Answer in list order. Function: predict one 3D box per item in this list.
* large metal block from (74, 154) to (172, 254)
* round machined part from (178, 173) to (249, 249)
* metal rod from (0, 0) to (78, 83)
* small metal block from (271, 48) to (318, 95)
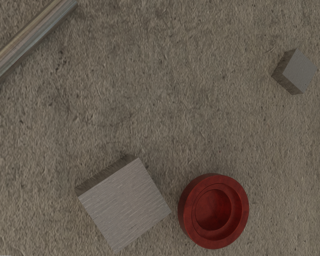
[{"bbox_3d":[-0.046,0.088,0.379,0.080,0.050,0.080,-33,101,-17],"label":"large metal block"},{"bbox_3d":[0.069,0.110,0.426,0.099,0.042,0.097,0,90,-20],"label":"round machined part"},{"bbox_3d":[-0.200,-0.041,0.335,0.025,0.025,0.300,43,76,-15],"label":"metal rod"},{"bbox_3d":[0.211,-0.088,0.487,0.050,0.025,0.050,36,78,-17],"label":"small metal block"}]
